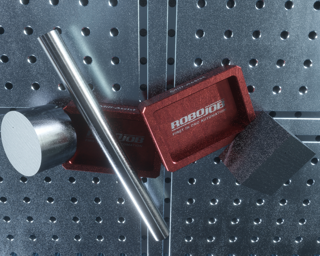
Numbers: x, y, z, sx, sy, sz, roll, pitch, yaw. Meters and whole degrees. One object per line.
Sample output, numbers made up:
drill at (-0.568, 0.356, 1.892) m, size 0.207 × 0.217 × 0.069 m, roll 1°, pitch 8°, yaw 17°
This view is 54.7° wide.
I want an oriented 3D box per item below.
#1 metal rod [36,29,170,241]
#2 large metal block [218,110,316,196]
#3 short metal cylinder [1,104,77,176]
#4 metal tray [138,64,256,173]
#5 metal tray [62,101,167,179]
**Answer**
metal rod at (-0.061, 0.023, 0.389) m, size 0.025 × 0.025 × 0.299 m, roll -24°, pitch 109°, yaw 8°
large metal block at (0.137, 0.035, 0.395) m, size 0.080 × 0.050 × 0.080 m, roll 25°, pitch 112°, yaw -42°
short metal cylinder at (-0.150, 0.013, 0.384) m, size 0.080 × 0.050 × 0.079 m, roll 10°, pitch 109°, yaw 33°
metal tray at (0.050, -0.013, 0.386) m, size 0.131 × 0.030 × 0.090 m, roll -25°, pitch 109°, yaw -9°
metal tray at (-0.061, 0.016, 0.415) m, size 0.131 × 0.030 × 0.089 m, roll 6°, pitch 110°, yaw -3°
